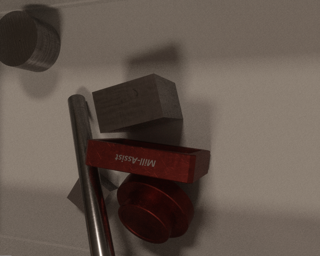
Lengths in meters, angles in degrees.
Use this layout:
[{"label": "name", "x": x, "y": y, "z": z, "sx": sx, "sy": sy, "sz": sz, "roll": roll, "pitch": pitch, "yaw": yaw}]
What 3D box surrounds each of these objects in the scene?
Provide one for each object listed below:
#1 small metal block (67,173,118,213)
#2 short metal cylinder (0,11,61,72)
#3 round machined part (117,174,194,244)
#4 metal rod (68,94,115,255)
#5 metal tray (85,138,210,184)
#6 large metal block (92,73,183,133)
[{"label": "small metal block", "x": -0.096, "y": 0.093, "z": 0.443, "sx": 0.050, "sy": 0.025, "sz": 0.050, "roll": 36, "pitch": 101, "yaw": 16}, {"label": "short metal cylinder", "x": -0.199, "y": -0.128, "z": 0.466, "sx": 0.080, "sy": 0.050, "sz": 0.079, "roll": 0, "pitch": 90, "yaw": 19}, {"label": "round machined part", "x": -0.011, "y": 0.103, "z": 0.379, "sx": 0.098, "sy": 0.042, "sz": 0.097, "roll": 17, "pitch": 133, "yaw": 20}, {"label": "metal rod", "x": -0.081, "y": 0.076, "z": 0.371, "sx": 0.025, "sy": 0.025, "sz": 0.299, "roll": -31, "pitch": 54, "yaw": 17}, {"label": "metal tray", "x": -0.012, "y": 0.036, "z": 0.379, "sx": 0.130, "sy": 0.090, "sz": 0.030, "roll": 7, "pitch": 92, "yaw": 19}, {"label": "large metal block", "x": -0.025, "y": -0.027, "z": 0.389, "sx": 0.080, "sy": 0.080, "sz": 0.050, "roll": -14, "pitch": 86, "yaw": 19}]
